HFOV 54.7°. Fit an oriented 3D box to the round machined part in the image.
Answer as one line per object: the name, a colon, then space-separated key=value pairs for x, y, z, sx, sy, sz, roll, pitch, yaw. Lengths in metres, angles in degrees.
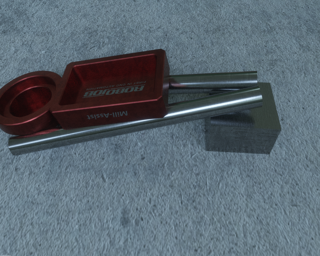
round machined part: x=-0.165 y=-0.028 z=0.408 sx=0.098 sy=0.042 sz=0.098 roll=-6 pitch=49 yaw=8

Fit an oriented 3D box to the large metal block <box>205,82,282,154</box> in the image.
large metal block: x=0.101 y=-0.015 z=0.400 sx=0.080 sy=0.050 sz=0.080 roll=3 pitch=50 yaw=2

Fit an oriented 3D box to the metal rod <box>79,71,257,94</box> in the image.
metal rod: x=-0.029 y=-0.056 z=0.409 sx=0.301 sy=0.025 sz=0.025 roll=0 pitch=49 yaw=16

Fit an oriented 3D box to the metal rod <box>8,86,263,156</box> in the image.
metal rod: x=-0.034 y=-0.007 z=0.368 sx=0.301 sy=0.025 sz=0.025 roll=-11 pitch=50 yaw=6

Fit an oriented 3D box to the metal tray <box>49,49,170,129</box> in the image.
metal tray: x=-0.056 y=-0.048 z=0.374 sx=0.131 sy=0.030 sz=0.090 roll=-6 pitch=49 yaw=11
